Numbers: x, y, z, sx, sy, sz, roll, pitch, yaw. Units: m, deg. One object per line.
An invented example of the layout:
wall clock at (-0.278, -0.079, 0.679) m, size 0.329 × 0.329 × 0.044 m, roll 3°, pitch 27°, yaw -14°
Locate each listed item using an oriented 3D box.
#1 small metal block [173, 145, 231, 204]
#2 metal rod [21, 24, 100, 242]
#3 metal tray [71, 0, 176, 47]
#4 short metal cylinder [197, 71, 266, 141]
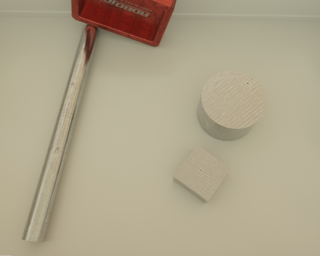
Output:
small metal block at (0.052, 0.058, 0.389) m, size 0.050 × 0.025 × 0.050 m, roll 35°, pitch 73°, yaw 11°
metal rod at (-0.125, -0.008, 0.410) m, size 0.025 × 0.025 × 0.299 m, roll 8°, pitch 70°, yaw 3°
metal tray at (-0.051, -0.166, 0.419) m, size 0.131 × 0.090 × 0.030 m, roll 17°, pitch 68°, yaw -9°
short metal cylinder at (0.092, -0.028, 0.408) m, size 0.081 × 0.050 × 0.080 m, roll 0°, pitch 70°, yaw 0°
